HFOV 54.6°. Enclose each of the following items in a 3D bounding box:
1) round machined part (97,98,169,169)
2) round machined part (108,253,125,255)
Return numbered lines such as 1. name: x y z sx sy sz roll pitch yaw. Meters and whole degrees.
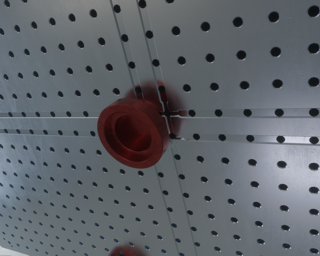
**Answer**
1. round machined part: -0.032 0.003 0.420 0.098 0.042 0.097 13 124 21
2. round machined part: -0.080 0.308 0.634 0.098 0.042 0.097 13 124 21
